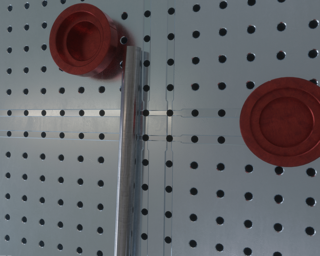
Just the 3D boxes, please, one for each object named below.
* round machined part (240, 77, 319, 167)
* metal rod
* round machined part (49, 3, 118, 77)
[{"bbox_3d":[0.143,-0.007,0.353,0.098,0.042,0.097,0,90,20],"label":"round machined part"},{"bbox_3d":[-0.045,0.039,0.428,0.025,0.025,0.298,3,91,20],"label":"metal rod"},{"bbox_3d":[-0.103,-0.121,0.440,0.098,0.042,0.097,0,90,19],"label":"round machined part"}]
